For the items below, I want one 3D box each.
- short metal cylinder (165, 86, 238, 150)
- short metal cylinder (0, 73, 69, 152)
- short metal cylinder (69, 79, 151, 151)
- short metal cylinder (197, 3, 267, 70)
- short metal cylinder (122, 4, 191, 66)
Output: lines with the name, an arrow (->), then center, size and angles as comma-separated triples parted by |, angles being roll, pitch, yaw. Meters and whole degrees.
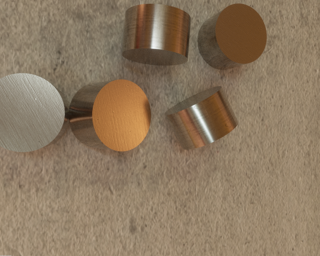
short metal cylinder -> 0.053, -0.014, 0.401 | 0.080, 0.080, 0.050 | -31, 101, -18
short metal cylinder -> -0.142, -0.016, 0.336 | 0.081, 0.050, 0.079 | 0, 90, -10
short metal cylinder -> -0.057, -0.015, 0.361 | 0.081, 0.050, 0.079 | -2, 93, -44
short metal cylinder -> 0.100, -0.125, 0.434 | 0.081, 0.050, 0.079 | 0, 90, -20
short metal cylinder -> -0.004, -0.111, 0.379 | 0.081, 0.080, 0.050 | 5, 89, -20
